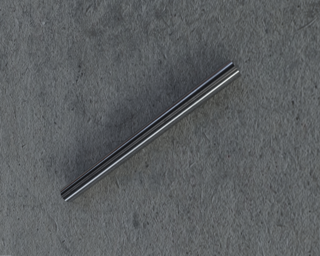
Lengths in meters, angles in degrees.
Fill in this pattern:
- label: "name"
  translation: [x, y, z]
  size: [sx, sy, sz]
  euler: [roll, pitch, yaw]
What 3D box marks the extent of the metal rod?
- label: "metal rod"
  translation: [-0.023, 0.013, 0.419]
  size: [0.300, 0.025, 0.025]
  euler: [-37, 78, 16]
